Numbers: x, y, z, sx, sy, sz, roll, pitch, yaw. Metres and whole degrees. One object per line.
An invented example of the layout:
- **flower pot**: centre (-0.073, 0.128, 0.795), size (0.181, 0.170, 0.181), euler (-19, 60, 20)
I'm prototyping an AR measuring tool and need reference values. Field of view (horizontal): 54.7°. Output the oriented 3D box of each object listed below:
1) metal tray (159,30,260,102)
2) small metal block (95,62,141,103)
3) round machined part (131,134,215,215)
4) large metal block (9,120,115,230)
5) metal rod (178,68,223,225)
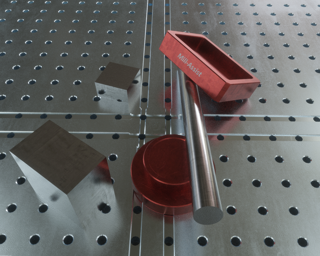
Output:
- **metal tray**: centre (0.071, -0.092, 0.451), size (0.091, 0.030, 0.130), euler (-11, 50, -45)
- **small metal block**: centre (-0.062, -0.070, 0.465), size (0.050, 0.025, 0.050), euler (15, 52, 12)
- **round machined part**: centre (0.015, 0.046, 0.358), size (0.099, 0.042, 0.098), euler (1, 50, 0)
- **large metal block**: centre (-0.099, 0.050, 0.329), size (0.080, 0.080, 0.050), euler (29, 56, 22)
- **metal rod**: centre (0.040, -0.016, 0.378), size (0.025, 0.025, 0.300), euler (0, 37, 0)
